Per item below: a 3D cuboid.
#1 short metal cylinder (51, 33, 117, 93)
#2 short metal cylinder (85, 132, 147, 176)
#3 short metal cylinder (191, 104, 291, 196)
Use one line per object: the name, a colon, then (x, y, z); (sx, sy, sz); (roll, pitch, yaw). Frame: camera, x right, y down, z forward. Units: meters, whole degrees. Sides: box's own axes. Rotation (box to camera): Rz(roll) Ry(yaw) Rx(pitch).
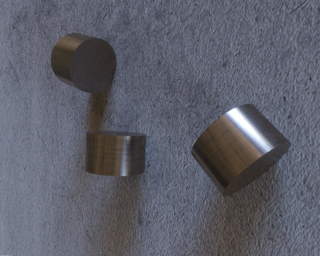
short metal cylinder: (-0.112, -0.097, 0.462); (0.050, 0.081, 0.079); (24, 105, 37)
short metal cylinder: (-0.060, 0.032, 0.419); (0.080, 0.081, 0.050); (5, 94, 40)
short metal cylinder: (0.078, 0.022, 0.304); (0.080, 0.081, 0.050); (-52, 60, 27)
